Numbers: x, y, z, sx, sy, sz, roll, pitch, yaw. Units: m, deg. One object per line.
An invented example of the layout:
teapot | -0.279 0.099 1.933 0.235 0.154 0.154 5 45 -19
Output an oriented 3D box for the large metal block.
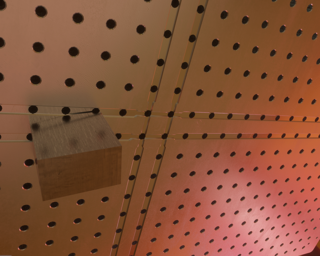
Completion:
large metal block | -0.094 0.026 0.340 0.081 0.080 0.050 -9 122 -24
